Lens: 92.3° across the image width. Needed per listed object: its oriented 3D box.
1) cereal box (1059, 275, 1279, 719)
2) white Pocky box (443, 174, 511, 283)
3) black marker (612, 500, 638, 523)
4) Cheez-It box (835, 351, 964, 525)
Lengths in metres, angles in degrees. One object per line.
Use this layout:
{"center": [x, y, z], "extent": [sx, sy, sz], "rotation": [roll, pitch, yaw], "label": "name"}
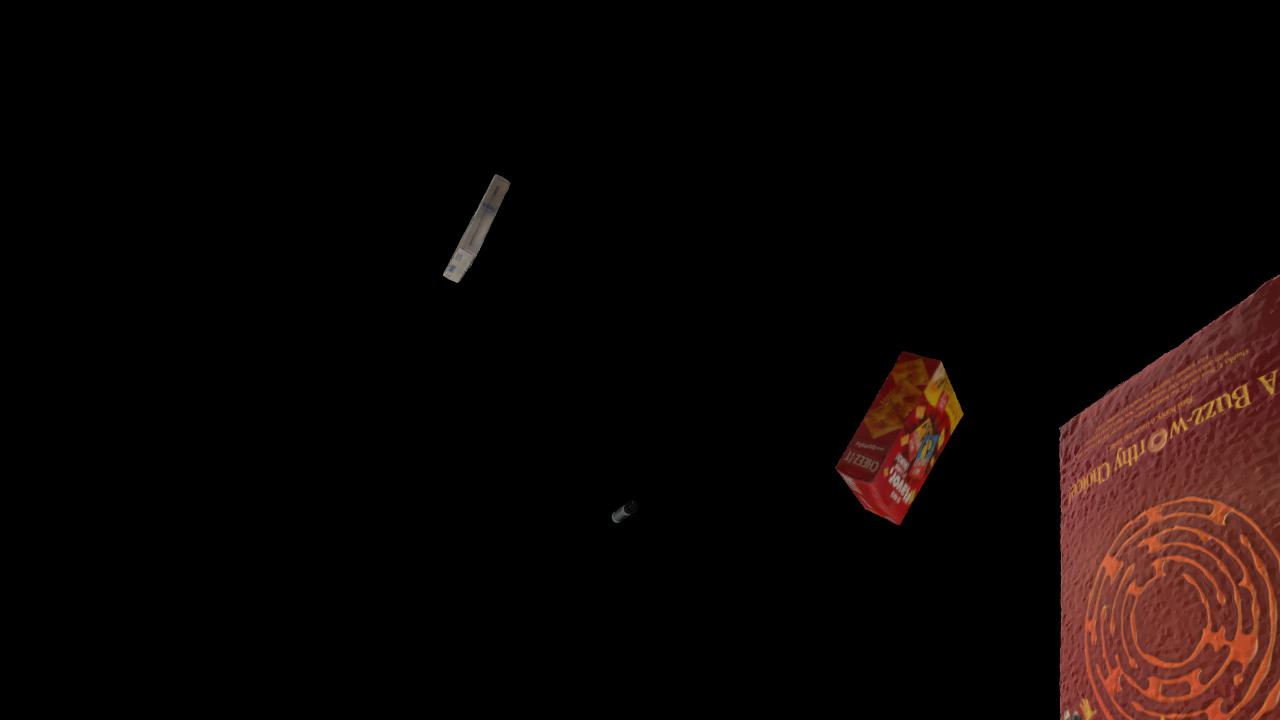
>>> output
{"center": [0.336, 0.128, 0.347], "extent": [0.081, 0.306, 0.203], "rotation": [20, -34, 7], "label": "cereal box"}
{"center": [-0.236, -0.192, 0.896], "extent": [0.028, 0.154, 0.084], "rotation": [28, -36, -20], "label": "white Pocky box"}
{"center": [-0.024, 0.238, 0.964], "extent": [0.020, 0.020, 0.121], "rotation": [0, -21, -14], "label": "black marker"}
{"center": [0.409, 0.124, 0.959], "extent": [0.071, 0.223, 0.166], "rotation": [21, -18, 47], "label": "Cheez-It box"}
